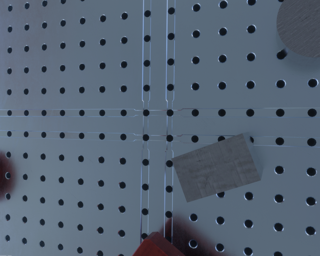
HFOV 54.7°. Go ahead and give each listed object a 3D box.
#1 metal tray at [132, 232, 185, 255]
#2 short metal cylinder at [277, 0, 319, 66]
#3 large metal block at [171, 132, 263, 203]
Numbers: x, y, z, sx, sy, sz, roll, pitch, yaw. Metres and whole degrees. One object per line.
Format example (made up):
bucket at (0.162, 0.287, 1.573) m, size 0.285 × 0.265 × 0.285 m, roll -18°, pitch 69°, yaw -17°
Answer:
metal tray at (0.014, 0.203, 0.373) m, size 0.130 × 0.030 × 0.090 m, roll 37°, pitch 102°, yaw 16°
short metal cylinder at (0.170, -0.112, 0.339) m, size 0.080 × 0.050 × 0.079 m, roll 0°, pitch 90°, yaw 20°
large metal block at (0.070, 0.042, 0.359) m, size 0.080 × 0.080 × 0.050 m, roll -22°, pitch 83°, yaw 18°
